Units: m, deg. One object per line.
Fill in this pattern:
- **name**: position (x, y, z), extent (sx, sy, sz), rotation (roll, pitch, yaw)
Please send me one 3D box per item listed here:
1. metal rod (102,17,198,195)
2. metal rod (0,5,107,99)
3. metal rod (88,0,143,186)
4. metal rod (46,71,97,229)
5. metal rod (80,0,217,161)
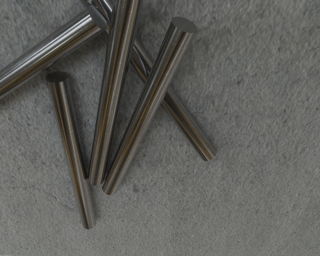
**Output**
- **metal rod**: position (-0.028, 0.001, 0.383), extent (0.025, 0.025, 0.298), rotation (15, 136, -13)
- **metal rod**: position (-0.182, -0.046, 0.348), extent (0.300, 0.025, 0.025), rotation (-24, 127, 25)
- **metal rod**: position (-0.061, -0.022, 0.366), extent (0.025, 0.025, 0.298), rotation (11, 136, -10)
- **metal rod**: position (-0.122, 0.055, 0.451), extent (0.025, 0.025, 0.298), rotation (1, 130, -1)
- **metal rod**: position (-0.010, -0.060, 0.356), extent (0.025, 0.025, 0.300), rotation (-25, 126, 19)
